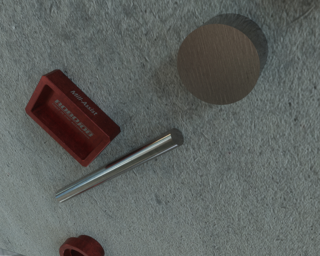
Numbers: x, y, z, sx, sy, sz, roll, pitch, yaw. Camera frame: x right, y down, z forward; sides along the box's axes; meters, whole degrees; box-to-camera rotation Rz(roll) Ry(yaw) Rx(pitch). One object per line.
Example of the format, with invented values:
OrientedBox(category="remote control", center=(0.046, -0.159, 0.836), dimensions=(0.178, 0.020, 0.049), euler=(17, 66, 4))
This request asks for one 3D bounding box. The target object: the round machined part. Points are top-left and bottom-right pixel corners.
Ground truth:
OrientedBox(category="round machined part", center=(-0.154, 0.261, 0.638), dimensions=(0.098, 0.042, 0.097), euler=(13, 124, 21))

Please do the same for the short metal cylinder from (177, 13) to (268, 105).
OrientedBox(category="short metal cylinder", center=(0.064, -0.070, 0.314), dimensions=(0.080, 0.050, 0.079), euler=(13, 124, 21))

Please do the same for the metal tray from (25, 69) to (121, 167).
OrientedBox(category="metal tray", center=(-0.133, -0.012, 0.465), dimensions=(0.130, 0.030, 0.090), euler=(44, 129, -3))

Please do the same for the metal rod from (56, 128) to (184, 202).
OrientedBox(category="metal rod", center=(-0.081, 0.070, 0.492), dimensions=(0.299, 0.025, 0.025), euler=(-29, 102, 37))
